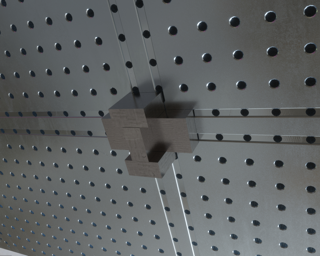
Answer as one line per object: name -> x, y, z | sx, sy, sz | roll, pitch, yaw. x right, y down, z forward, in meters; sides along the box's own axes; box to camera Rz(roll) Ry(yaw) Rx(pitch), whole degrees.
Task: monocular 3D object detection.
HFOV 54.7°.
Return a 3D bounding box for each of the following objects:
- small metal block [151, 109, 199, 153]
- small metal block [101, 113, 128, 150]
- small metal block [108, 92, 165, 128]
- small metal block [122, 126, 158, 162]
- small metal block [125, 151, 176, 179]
small metal block -> 0.019, 0.004, 0.402 | 0.050, 0.025, 0.050 | 1, 119, 27
small metal block -> -0.048, 0.003, 0.437 | 0.050, 0.025, 0.050 | 1, 119, 27
small metal block -> -0.028, -0.024, 0.393 | 0.050, 0.050, 0.025 | 1, 119, 27
small metal block -> -0.020, 0.009, 0.409 | 0.025, 0.050, 0.050 | 1, 119, 27
small metal block -> -0.012, 0.042, 0.426 | 0.050, 0.050, 0.025 | 1, 119, 27
